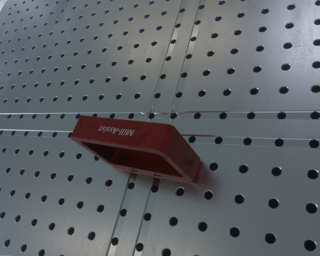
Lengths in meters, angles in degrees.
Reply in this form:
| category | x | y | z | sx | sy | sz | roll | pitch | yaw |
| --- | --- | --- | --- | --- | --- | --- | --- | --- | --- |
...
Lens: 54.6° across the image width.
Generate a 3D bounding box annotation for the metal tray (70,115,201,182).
| category | x | y | z | sx | sy | sz | roll | pitch | yaw |
| --- | --- | --- | --- | --- | --- | --- | --- | --- | --- |
| metal tray | -0.028 | 0.024 | 0.367 | 0.130 | 0.090 | 0.030 | 6 | 65 | 31 |
